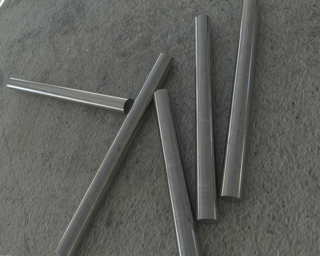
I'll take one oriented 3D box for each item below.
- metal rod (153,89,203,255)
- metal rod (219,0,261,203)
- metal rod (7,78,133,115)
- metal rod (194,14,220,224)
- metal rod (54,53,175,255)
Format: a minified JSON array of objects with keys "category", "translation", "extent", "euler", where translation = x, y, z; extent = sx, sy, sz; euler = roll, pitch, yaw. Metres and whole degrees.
[{"category":"metal rod","translation":[0.022,0.076,0.345],"extent":[0.025,0.025,0.299],"euler":[-21,54,16]},{"category":"metal rod","translation":[0.103,-0.058,0.384],"extent":[0.025,0.025,0.300],"euler":[-2,61,27]},{"category":"metal rod","translation":[-0.166,-0.059,0.527],"extent":[0.300,0.025,0.025],"euler":[13,69,33]},{"category":"metal rod","translation":[0.057,-0.033,0.394],"extent":[0.025,0.025,0.299],"euler":[-11,57,22]},{"category":"metal rod","translation":[-0.052,0.024,0.416],"extent":[0.025,0.025,0.300],"euler":[14,69,34]}]
